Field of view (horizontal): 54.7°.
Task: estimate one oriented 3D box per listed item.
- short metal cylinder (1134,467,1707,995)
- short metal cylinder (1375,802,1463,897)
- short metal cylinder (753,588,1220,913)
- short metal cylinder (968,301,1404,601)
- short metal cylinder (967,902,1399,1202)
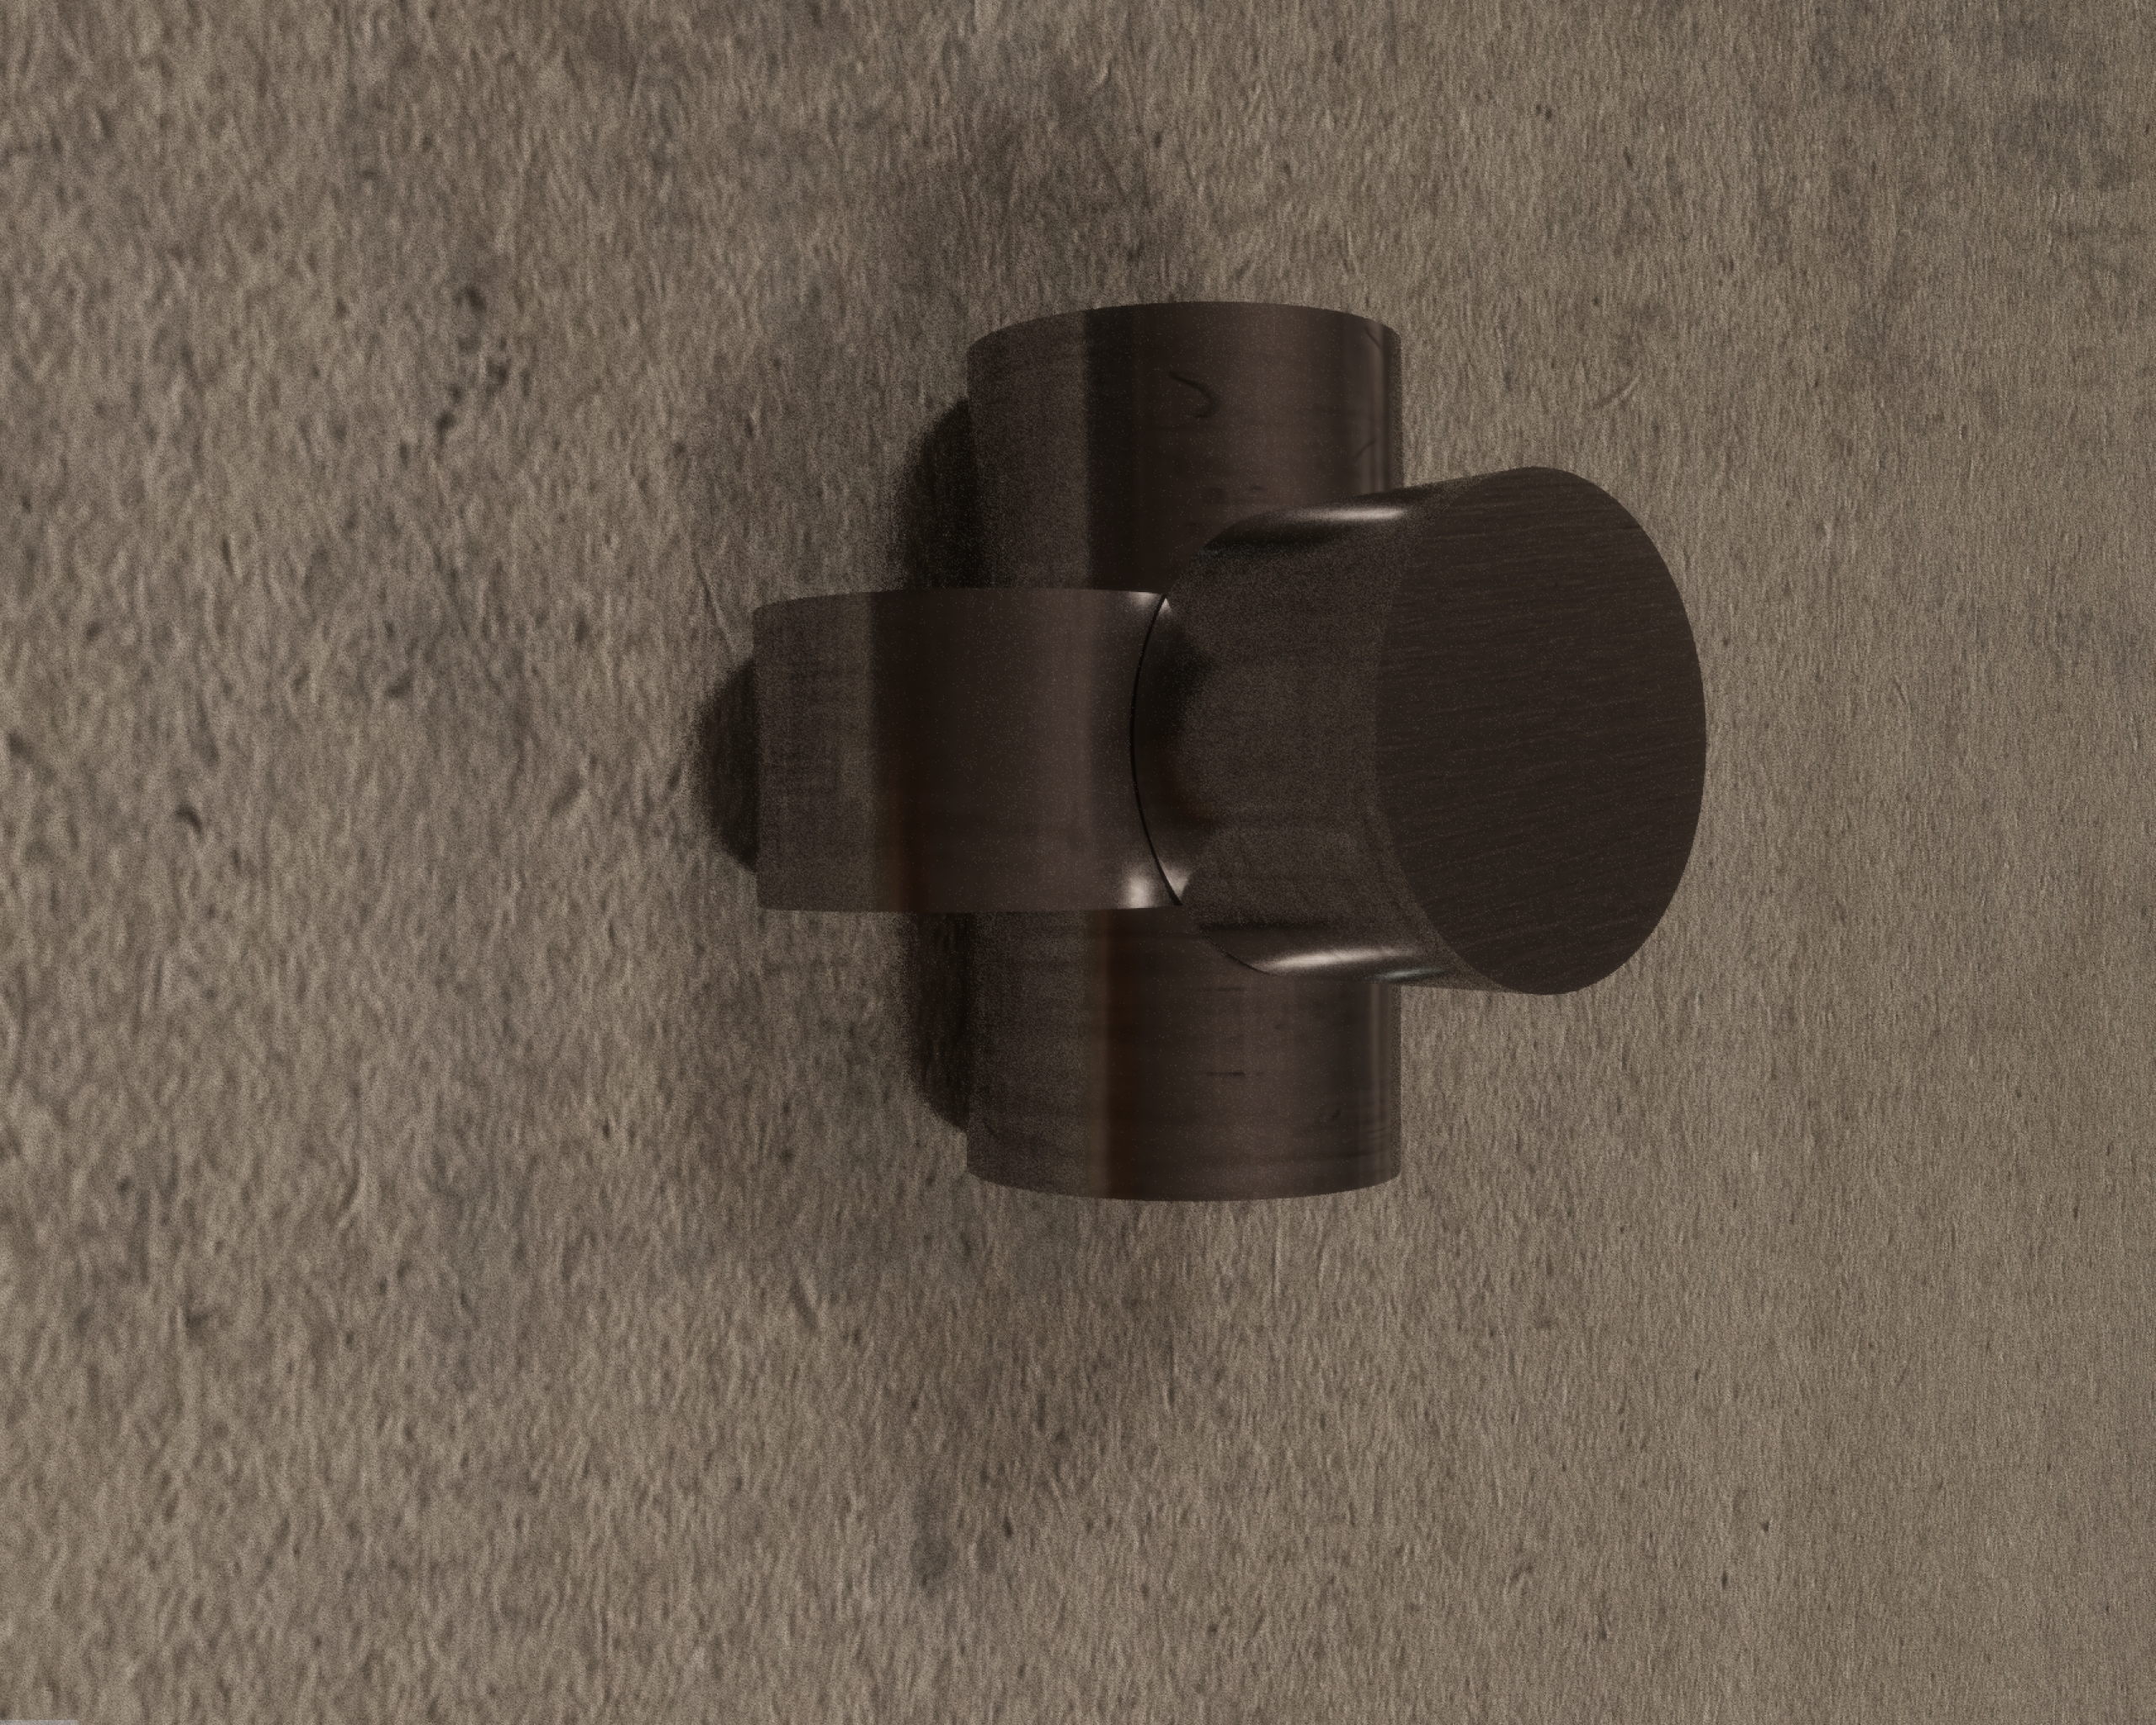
[{"bbox_3d":[0.056,-0.020,0.334,0.081,0.050,0.079,0,90,-40],"label":"short metal cylinder"},{"bbox_3d":[0.047,-0.019,0.412,0.081,0.080,0.050,-1,91,-40],"label":"short metal cylinder"},{"bbox_3d":[-0.015,-0.018,0.360,0.081,0.080,0.050,-2,91,-40],"label":"short metal cylinder"},{"bbox_3d":[0.020,-0.070,0.389,0.081,0.080,0.050,-2,92,-40],"label":"short metal cylinder"},{"bbox_3d":[0.020,0.032,0.389,0.081,0.080,0.050,0,91,-40],"label":"short metal cylinder"}]
